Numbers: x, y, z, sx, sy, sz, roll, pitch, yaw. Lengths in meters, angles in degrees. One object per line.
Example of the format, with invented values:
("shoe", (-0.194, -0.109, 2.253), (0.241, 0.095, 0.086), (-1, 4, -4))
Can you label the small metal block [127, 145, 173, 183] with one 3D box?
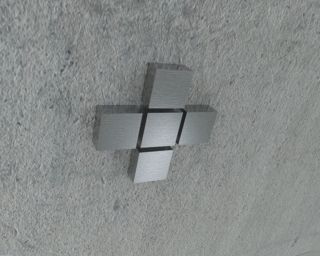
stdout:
("small metal block", (-0.014, 0.047, 0.431), (0.050, 0.025, 0.050), (-2, 120, -28))

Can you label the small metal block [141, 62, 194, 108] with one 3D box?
("small metal block", (0.008, -0.052, 0.382), (0.050, 0.025, 0.050), (-2, 119, -28))

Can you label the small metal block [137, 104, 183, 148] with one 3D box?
("small metal block", (-0.003, -0.003, 0.407), (0.050, 0.025, 0.050), (-2, 119, -28))

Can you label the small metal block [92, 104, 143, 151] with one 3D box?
("small metal block", (-0.053, -0.001, 0.380), (0.050, 0.025, 0.050), (-2, 119, -28))

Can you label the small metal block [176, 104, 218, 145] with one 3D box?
("small metal block", (0.047, -0.005, 0.433), (0.050, 0.025, 0.050), (-2, 119, -28))
